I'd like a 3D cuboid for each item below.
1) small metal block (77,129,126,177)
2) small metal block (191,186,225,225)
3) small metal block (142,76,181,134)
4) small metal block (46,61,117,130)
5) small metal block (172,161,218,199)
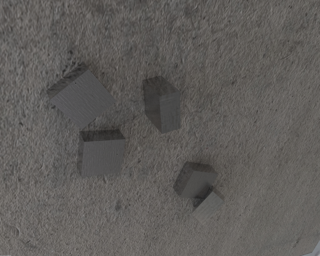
[{"bbox_3d":[-0.074,0.031,0.385,0.050,0.025,0.050,-3,120,-27],"label":"small metal block"},{"bbox_3d":[0.080,0.126,0.511,0.050,0.025,0.050,-49,172,6],"label":"small metal block"},{"bbox_3d":[0.002,-0.029,0.374,0.025,0.050,0.050,-17,125,-19],"label":"small metal block"},{"bbox_3d":[-0.085,-0.035,0.339,0.050,0.025,0.050,-39,130,-2],"label":"small metal block"},{"bbox_3d":[0.056,0.083,0.488,0.050,0.025,0.050,12,112,-33],"label":"small metal block"}]
